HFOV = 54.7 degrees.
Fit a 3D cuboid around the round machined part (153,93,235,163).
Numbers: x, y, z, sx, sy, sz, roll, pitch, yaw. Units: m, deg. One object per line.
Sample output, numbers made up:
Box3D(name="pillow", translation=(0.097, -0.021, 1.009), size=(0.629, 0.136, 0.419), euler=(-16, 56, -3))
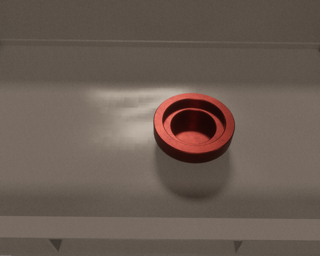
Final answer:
Box3D(name="round machined part", translation=(0.041, 0.004, 0.391), size=(0.099, 0.042, 0.098), euler=(0, 50, 0))
